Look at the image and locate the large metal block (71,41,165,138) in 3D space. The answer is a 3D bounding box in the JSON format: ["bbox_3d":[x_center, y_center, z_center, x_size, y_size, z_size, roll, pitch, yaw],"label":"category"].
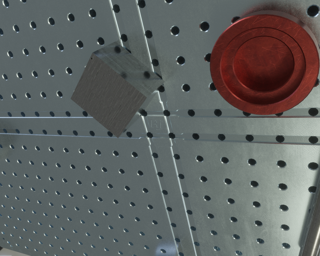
[{"bbox_3d":[-0.055,-0.048,0.394,0.080,0.050,0.080,40,129,1],"label":"large metal block"}]

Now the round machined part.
[{"bbox_3d":[0.103,-0.065,0.306,0.098,0.042,0.097,13,124,21],"label":"round machined part"}]

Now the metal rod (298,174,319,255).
[{"bbox_3d":[0.191,0.050,0.341,0.025,0.025,0.298,10,123,22],"label":"metal rod"}]
